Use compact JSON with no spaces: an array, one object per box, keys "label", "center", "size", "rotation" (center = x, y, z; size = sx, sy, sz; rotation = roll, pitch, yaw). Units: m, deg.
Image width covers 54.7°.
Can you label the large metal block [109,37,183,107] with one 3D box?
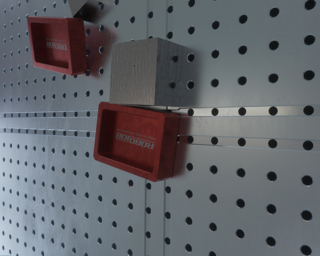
[{"label":"large metal block","center":[-0.019,-0.070,0.409],"size":[0.080,0.050,0.079],"rotation":[6,94,40]}]

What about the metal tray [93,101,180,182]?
[{"label":"metal tray","center":[-0.038,0.015,0.437],"size":[0.130,0.030,0.089],"rotation":[12,98,39]}]

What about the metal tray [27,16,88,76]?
[{"label":"metal tray","center":[-0.180,-0.146,0.539],"size":[0.130,0.030,0.089],"rotation":[18,117,38]}]

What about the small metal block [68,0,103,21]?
[{"label":"small metal block","center":[-0.126,-0.216,0.514],"size":[0.050,0.025,0.050],"rotation":[-29,72,36]}]
